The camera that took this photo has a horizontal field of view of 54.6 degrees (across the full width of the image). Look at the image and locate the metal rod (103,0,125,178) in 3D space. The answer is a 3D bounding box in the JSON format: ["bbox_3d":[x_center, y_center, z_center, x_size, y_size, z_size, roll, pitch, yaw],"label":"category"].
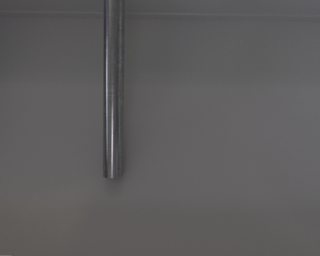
[{"bbox_3d":[-0.056,-0.088,0.375,0.025,0.025,0.298,1,96,0],"label":"metal rod"}]
